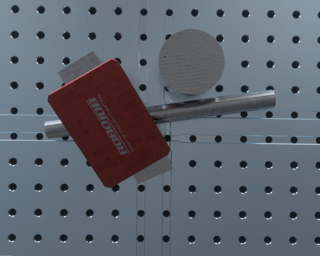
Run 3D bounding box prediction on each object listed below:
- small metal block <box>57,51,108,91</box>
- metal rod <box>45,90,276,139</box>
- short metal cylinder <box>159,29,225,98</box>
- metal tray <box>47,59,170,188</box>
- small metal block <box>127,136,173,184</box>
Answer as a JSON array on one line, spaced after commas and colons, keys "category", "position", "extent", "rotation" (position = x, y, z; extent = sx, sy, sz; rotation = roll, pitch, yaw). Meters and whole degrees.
[{"category": "small metal block", "position": [-0.096, -0.070, 0.399], "extent": [0.050, 0.050, 0.025], "rotation": [-32, 90, 0]}, {"category": "metal rod", "position": [0.001, -0.019, 0.413], "extent": [0.302, 0.025, 0.025], "rotation": [-8, 90, -1]}, {"category": "short metal cylinder", "position": [0.038, -0.081, 0.401], "extent": [0.081, 0.050, 0.079], "rotation": [0, 90, -1]}, {"category": "metal tray", "position": [-0.058, -0.005, 0.371], "extent": [0.090, 0.030, 0.130], "rotation": [-31, 102, 0]}, {"category": "small metal block", "position": [-0.016, 0.040, 0.412], "extent": [0.050, 0.025, 0.050], "rotation": [-23, 90, -1]}]
